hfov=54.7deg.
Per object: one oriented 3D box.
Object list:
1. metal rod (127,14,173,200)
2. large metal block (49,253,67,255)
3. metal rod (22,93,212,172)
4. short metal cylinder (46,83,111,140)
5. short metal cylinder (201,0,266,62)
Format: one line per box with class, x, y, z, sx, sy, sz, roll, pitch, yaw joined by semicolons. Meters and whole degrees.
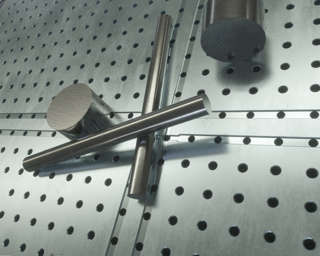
metal rod;-0.009;-0.048;0.442;0.025;0.025;0.299;-6;59;25
large metal block;-0.114;0.197;0.331;0.080;0.050;0.080;-43;51;-2
metal rod;-0.075;0.015;0.413;0.300;0.025;0.025;-18;54;26
short metal cylinder;-0.122;-0.021;0.469;0.080;0.050;0.080;-13;56;21
short metal cylinder;0.095;-0.131;0.404;0.080;0.080;0.050;-6;59;25
